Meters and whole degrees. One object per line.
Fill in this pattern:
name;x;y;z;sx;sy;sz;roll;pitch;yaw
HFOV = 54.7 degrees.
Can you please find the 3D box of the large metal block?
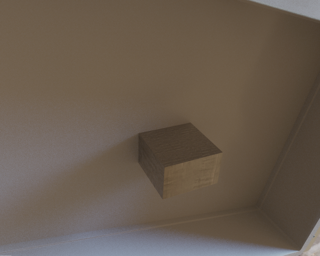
large metal block;0.024;0.040;0.413;0.081;0.080;0.050;-11;124;-23
